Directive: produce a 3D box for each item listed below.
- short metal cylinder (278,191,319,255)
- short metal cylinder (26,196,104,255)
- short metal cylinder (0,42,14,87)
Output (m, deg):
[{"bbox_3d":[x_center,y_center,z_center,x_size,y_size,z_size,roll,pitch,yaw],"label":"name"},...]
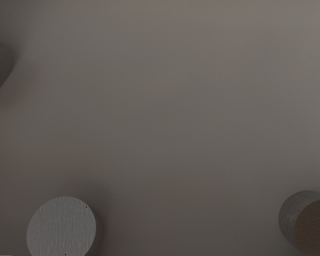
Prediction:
[{"bbox_3d":[0.204,0.126,0.402,0.081,0.050,0.079,0,90,-1],"label":"short metal cylinder"},{"bbox_3d":[-0.114,0.130,0.383,0.081,0.050,0.080,0,65,1],"label":"short metal cylinder"},{"bbox_3d":[-0.230,-0.079,0.381,0.050,0.080,0.080,36,90,-1],"label":"short metal cylinder"}]
